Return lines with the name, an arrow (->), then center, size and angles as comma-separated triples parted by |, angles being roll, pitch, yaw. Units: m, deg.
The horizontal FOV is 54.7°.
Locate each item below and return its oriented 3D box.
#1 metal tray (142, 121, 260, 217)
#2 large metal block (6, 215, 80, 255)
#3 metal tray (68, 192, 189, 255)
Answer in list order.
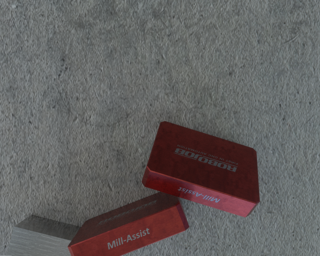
metal tray -> 0.052, 0.047, 0.379 | 0.131, 0.090, 0.030 | 17, 131, -1
large metal block -> -0.146, 0.166, 0.396 | 0.080, 0.050, 0.080 | 14, 90, 0
metal tray -> -0.035, 0.117, 0.376 | 0.131, 0.090, 0.030 | -21, 92, -1
